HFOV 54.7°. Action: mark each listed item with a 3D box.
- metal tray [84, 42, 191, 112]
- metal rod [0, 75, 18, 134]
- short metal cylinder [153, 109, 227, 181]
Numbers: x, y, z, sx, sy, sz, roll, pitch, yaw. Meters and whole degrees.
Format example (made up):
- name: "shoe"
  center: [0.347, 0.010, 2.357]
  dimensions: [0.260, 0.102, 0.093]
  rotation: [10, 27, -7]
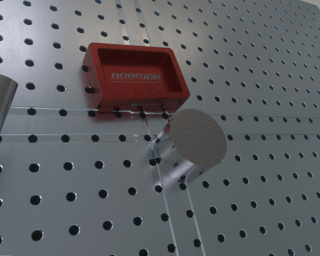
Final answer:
- name: "metal tray"
  center: [-0.031, -0.071, 0.431]
  dimensions: [0.131, 0.030, 0.090]
  rotation: [-5, 64, -30]
- name: "metal rod"
  center: [-0.161, 0.098, 0.214]
  dimensions: [0.025, 0.025, 0.299]
  rotation: [18, 69, -18]
- name: "short metal cylinder"
  center: [0.038, 0.022, 0.399]
  dimensions: [0.081, 0.050, 0.080]
  rotation: [14, 56, -21]
